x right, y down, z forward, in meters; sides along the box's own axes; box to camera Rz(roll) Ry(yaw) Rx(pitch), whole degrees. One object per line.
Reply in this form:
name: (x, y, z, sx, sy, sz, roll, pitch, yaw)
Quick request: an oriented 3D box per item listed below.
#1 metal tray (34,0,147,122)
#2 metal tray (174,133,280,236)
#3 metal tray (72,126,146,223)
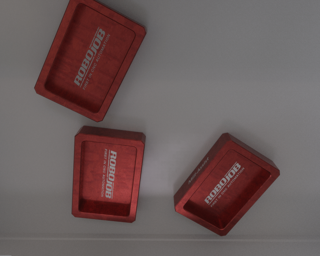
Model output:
metal tray: (-0.084, -0.083, 0.377, 0.090, 0.030, 0.129, 27, 108, -10)
metal tray: (0.091, 0.082, 0.439, 0.090, 0.030, 0.129, 32, 107, -11)
metal tray: (-0.072, 0.066, 0.432, 0.091, 0.030, 0.129, 7, 110, -3)
